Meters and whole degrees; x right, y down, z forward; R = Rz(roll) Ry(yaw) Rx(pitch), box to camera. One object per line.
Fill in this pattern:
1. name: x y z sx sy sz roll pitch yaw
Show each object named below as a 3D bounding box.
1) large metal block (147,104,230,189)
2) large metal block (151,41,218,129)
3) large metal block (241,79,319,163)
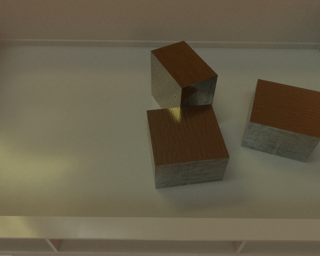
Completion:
1. large metal block: 0.029 0.021 0.372 0.081 0.050 0.080 -6 50 -6
2. large metal block: 0.029 -0.056 0.417 0.050 0.080 0.080 -22 54 -18
3. large metal block: 0.156 -0.011 0.400 0.080 0.050 0.080 14 51 11
